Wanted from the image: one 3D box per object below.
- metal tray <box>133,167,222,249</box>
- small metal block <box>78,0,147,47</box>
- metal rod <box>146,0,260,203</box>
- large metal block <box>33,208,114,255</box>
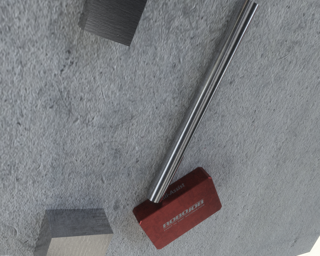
[{"bbox_3d":[0.032,0.131,0.504,0.131,0.030,0.090,-31,129,-9],"label":"metal tray"},{"bbox_3d":[-0.048,-0.116,0.310,0.050,0.025,0.050,11,113,-34],"label":"small metal block"},{"bbox_3d":[0.050,-0.024,0.421,0.025,0.025,0.298,12,112,-34],"label":"metal rod"},{"bbox_3d":[-0.120,0.159,0.424,0.081,0.050,0.079,8,114,-32],"label":"large metal block"}]
